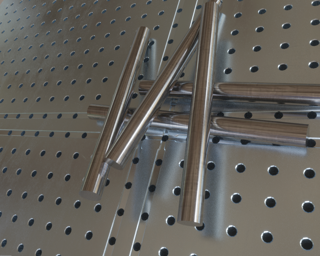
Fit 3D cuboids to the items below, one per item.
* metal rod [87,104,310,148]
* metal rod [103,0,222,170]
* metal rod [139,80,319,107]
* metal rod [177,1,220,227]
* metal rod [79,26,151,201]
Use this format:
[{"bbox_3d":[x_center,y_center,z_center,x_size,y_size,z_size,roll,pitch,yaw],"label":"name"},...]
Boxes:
[{"bbox_3d":[0.025,-0.008,0.398,0.300,0.025,0.025,7,65,31],"label":"metal rod"},{"bbox_3d":[0.016,-0.075,0.413,0.025,0.025,0.300,12,58,33],"label":"metal rod"},{"bbox_3d":[0.105,-0.044,0.379,0.300,0.025,0.025,7,65,30],"label":"metal rod"},{"bbox_3d":[0.050,-0.038,0.370,0.025,0.025,0.299,-5,59,25],"label":"metal rod"},{"bbox_3d":[-0.052,-0.043,0.429,0.025,0.025,0.300,-8,49,24],"label":"metal rod"}]
